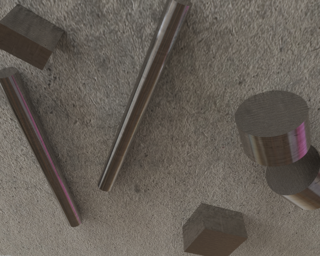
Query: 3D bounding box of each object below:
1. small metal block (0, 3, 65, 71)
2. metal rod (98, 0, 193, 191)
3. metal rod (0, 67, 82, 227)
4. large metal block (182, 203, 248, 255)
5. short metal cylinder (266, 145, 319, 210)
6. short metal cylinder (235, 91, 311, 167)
[{"bbox_3d":[-0.131,-0.092,0.311,0.050,0.050,0.025,28,125,-22],"label":"small metal block"},{"bbox_3d":[-0.032,-0.018,0.391,0.025,0.025,0.298,16,128,-13],"label":"metal rod"},{"bbox_3d":[-0.162,0.050,0.448,0.025,0.025,0.298,-4,130,3],"label":"metal rod"},{"bbox_3d":[0.094,0.185,0.549,0.081,0.050,0.079,17,128,-14],"label":"large metal block"},{"bbox_3d":[0.197,0.066,0.429,0.050,0.080,0.080,33,122,-25],"label":"short metal cylinder"},{"bbox_3d":[0.136,-0.001,0.372,0.080,0.080,0.050,-16,128,13],"label":"short metal cylinder"}]
